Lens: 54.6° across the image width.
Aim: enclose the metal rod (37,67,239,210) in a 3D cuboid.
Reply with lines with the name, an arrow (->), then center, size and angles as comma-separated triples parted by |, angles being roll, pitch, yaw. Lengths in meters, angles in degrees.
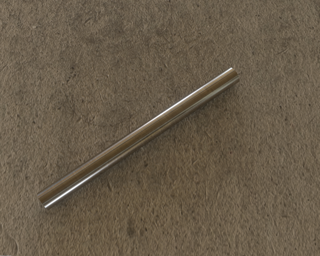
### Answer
metal rod -> -0.019, 0.007, 0.407 | 0.301, 0.025, 0.025 | -34, 74, -12
